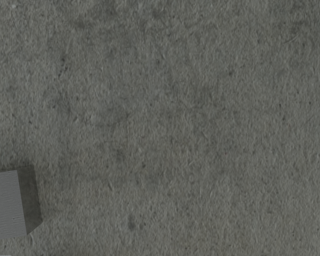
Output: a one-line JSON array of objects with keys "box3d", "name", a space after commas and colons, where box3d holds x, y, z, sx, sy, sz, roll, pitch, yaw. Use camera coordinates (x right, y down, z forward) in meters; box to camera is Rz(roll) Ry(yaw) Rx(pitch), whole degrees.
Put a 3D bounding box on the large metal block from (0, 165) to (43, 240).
[{"box3d": [-0.205, 0.095, 0.395, 0.081, 0.050, 0.080, -9, 90, -1], "name": "large metal block"}]
